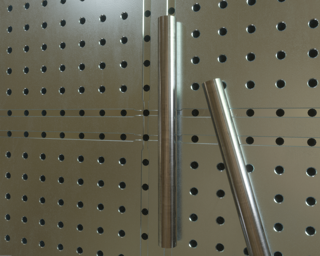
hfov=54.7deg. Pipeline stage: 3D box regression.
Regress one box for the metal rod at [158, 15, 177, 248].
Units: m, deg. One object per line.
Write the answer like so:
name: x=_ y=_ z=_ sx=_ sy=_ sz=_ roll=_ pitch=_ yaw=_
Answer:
metal rod: x=0.010 y=0.005 z=0.408 sx=0.025 sy=0.025 sz=0.298 roll=0 pitch=90 yaw=20

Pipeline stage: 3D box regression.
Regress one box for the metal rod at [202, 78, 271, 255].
metal rod: x=0.102 y=0.086 z=0.376 sx=0.025 sy=0.025 sz=0.298 roll=-16 pitch=85 yaw=19
